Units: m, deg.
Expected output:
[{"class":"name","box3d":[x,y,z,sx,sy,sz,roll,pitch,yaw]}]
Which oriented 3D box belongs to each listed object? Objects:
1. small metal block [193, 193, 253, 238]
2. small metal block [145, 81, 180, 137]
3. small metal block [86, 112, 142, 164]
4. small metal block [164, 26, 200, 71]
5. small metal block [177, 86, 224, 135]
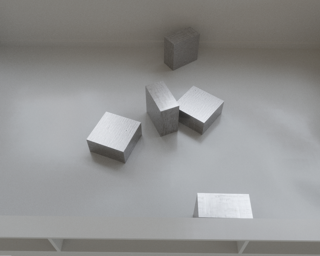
[{"class":"small metal block","box3d":[0.061,0.090,0.314,0.050,0.050,0.025,1,50,1]},{"class":"small metal block","box3d":[0.002,-0.025,0.410,0.025,0.050,0.050,-18,53,-15]},{"class":"small metal block","box3d":[-0.057,0.011,0.395,0.050,0.025,0.050,17,52,14]},{"class":"small metal block","box3d":[0.034,-0.127,0.495,0.050,0.050,0.025,-28,56,-22]},{"class":"small metal block","box3d":[0.052,-0.025,0.426,0.050,0.025,0.050,31,56,23]}]
